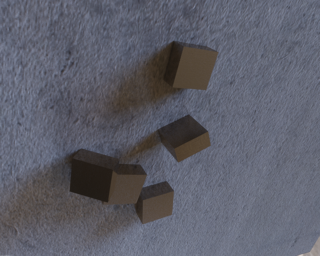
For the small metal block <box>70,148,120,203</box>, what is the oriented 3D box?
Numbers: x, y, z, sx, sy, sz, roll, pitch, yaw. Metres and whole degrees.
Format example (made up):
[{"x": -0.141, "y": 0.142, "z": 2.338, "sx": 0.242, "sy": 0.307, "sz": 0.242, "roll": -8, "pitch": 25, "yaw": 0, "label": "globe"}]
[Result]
[{"x": -0.081, "y": 0.059, "z": 0.384, "sx": 0.050, "sy": 0.025, "sz": 0.050, "roll": 15, "pitch": 116, "yaw": 5, "label": "small metal block"}]

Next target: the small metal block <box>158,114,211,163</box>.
[{"x": 0.032, "y": 0.013, "z": 0.418, "sx": 0.050, "sy": 0.050, "sz": 0.025, "roll": -26, "pitch": 128, "yaw": -13, "label": "small metal block"}]

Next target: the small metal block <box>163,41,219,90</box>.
[{"x": 0.038, "y": -0.076, "z": 0.382, "sx": 0.050, "sy": 0.025, "sz": 0.050, "roll": 1, "pitch": 118, "yaw": -29, "label": "small metal block"}]

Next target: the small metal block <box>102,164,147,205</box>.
[{"x": -0.052, "y": 0.078, "z": 0.428, "sx": 0.050, "sy": 0.025, "sz": 0.050, "roll": 6, "pitch": 115, "yaw": -32, "label": "small metal block"}]

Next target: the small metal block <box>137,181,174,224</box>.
[{"x": -0.008, "y": 0.114, "z": 0.475, "sx": 0.050, "sy": 0.025, "sz": 0.050, "roll": -12, "pitch": 124, "yaw": -23, "label": "small metal block"}]
